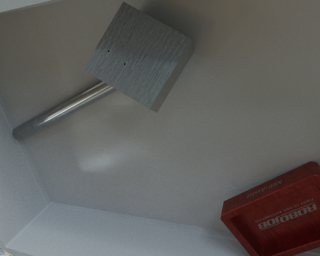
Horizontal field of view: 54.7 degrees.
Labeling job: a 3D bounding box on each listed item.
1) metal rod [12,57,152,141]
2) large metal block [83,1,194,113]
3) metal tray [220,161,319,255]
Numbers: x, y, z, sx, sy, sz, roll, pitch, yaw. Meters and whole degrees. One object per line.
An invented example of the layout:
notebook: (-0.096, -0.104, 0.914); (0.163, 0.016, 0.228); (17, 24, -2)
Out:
metal rod: (-0.131, -0.033, 0.454); (0.300, 0.025, 0.025); (-21, 108, 35)
large metal block: (-0.020, -0.072, 0.333); (0.080, 0.050, 0.080); (31, 92, 7)
metal tray: (0.153, 0.108, 0.377); (0.130, 0.030, 0.090); (-34, 100, 28)
